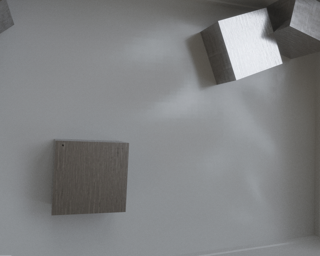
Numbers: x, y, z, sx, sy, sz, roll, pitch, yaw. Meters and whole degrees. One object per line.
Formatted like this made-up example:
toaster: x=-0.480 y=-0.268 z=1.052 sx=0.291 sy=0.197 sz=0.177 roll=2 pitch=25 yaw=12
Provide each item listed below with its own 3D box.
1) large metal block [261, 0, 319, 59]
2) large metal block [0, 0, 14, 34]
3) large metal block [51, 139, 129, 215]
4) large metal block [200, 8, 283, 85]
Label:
large metal block: x=0.197 y=-0.146 z=0.453 sx=0.081 sy=0.080 sz=0.050 roll=16 pitch=85 yaw=-20
large metal block: x=-0.199 y=-0.135 z=0.308 sx=0.050 sy=0.080 sz=0.080 roll=-42 pitch=103 yaw=-15
large metal block: x=-0.084 y=0.055 z=0.366 sx=0.081 sy=0.050 sz=0.080 roll=3 pitch=89 yaw=-20
large metal block: x=0.115 y=-0.114 z=0.439 sx=0.081 sy=0.050 sz=0.080 roll=-21 pitch=97 yaw=-19
